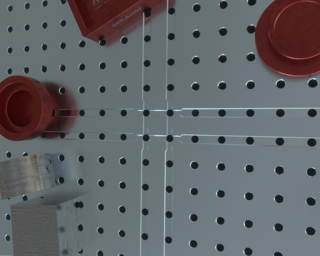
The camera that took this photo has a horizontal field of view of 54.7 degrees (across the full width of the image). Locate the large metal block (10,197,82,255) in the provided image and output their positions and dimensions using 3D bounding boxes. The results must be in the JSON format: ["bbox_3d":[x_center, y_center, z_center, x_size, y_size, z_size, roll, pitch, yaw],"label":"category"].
[{"bbox_3d":[-0.168,0.148,0.459,0.080,0.050,0.080,-5,88,20],"label":"large metal block"}]

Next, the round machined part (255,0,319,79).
[{"bbox_3d":[0.158,-0.107,0.348,0.098,0.042,0.097,0,90,19],"label":"round machined part"}]

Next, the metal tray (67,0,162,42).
[{"bbox_3d":[-0.064,-0.193,0.432,0.130,0.030,0.090,-27,81,18],"label":"metal tray"}]

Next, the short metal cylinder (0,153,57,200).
[{"bbox_3d":[-0.197,0.070,0.453,0.080,0.080,0.050,-16,85,19],"label":"short metal cylinder"}]

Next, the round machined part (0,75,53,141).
[{"bbox_3d":[-0.206,-0.029,0.476,0.098,0.042,0.097,0,90,20],"label":"round machined part"}]
